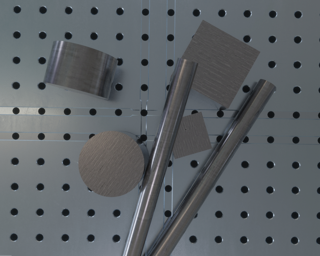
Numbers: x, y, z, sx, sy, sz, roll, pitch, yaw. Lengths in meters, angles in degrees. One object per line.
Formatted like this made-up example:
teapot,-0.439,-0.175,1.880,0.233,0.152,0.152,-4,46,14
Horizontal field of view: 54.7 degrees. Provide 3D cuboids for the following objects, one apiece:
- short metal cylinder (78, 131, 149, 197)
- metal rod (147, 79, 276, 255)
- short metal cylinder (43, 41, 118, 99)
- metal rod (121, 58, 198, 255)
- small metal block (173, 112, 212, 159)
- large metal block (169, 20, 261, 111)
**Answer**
short metal cylinder,-0.057,0.044,0.397,0.080,0.050,0.080,0,89,4
metal rod,0.064,0.067,0.413,0.025,0.025,0.299,33,90,0
short metal cylinder,-0.098,-0.070,0.385,0.080,0.080,0.050,14,90,0
metal rod,-0.008,0.063,0.386,0.025,0.025,0.298,16,101,0
small metal block,0.037,0.010,0.414,0.050,0.025,0.050,-16,90,0
large metal block,0.068,-0.078,0.401,0.080,0.050,0.080,29,90,0
